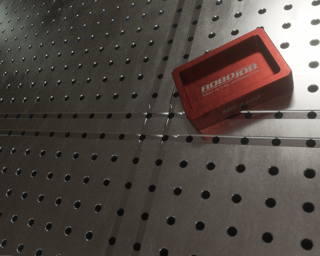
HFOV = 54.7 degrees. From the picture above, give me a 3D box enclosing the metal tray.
[{"bbox_3d":[0.088,-0.063,0.396,0.130,0.030,0.090,-24,53,13],"label":"metal tray"}]
